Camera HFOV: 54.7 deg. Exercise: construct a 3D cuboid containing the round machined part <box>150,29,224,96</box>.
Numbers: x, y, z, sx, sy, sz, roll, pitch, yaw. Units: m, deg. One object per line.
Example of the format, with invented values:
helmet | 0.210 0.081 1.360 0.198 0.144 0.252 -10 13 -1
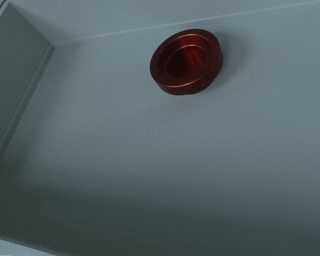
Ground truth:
round machined part | 0.039 -0.085 0.425 0.098 0.042 0.098 -13 56 20
